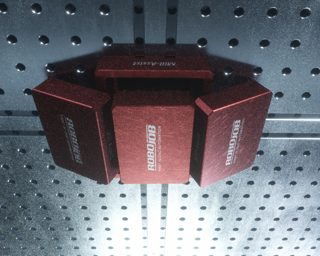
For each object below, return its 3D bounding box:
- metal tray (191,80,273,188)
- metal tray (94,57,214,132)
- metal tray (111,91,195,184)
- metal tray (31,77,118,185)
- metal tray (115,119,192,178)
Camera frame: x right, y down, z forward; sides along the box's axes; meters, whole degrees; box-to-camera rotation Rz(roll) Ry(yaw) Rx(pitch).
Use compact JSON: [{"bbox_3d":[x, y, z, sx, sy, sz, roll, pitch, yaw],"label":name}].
[{"bbox_3d":[0.086,0.011,0.394,0.091,0.030,0.129,-19,134,-21],"label":"metal tray"},{"bbox_3d":[-0.007,-0.038,0.375,0.131,0.030,0.089,0,131,-1],"label":"metal tray"},{"bbox_3d":[-0.007,0.016,0.382,0.091,0.030,0.129,0,130,0],"label":"metal tray"},{"bbox_3d":[-0.101,0.007,0.389,0.090,0.030,0.129,17,134,19],"label":"metal tray"},{"bbox_3d":[-0.006,0.030,0.435,0.131,0.030,0.089,0,131,-1],"label":"metal tray"}]
